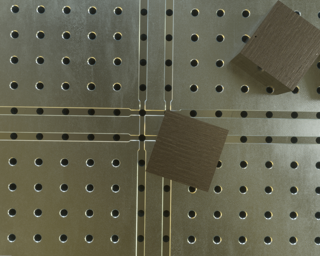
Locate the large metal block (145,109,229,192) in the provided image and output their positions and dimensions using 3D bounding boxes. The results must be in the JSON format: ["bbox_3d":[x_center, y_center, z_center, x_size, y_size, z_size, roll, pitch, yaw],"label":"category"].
[{"bbox_3d":[0.033,0.028,0.401,0.080,0.050,0.080,19,90,-1],"label":"large metal block"}]

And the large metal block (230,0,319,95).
[{"bbox_3d":[0.153,-0.101,0.403,0.080,0.050,0.080,36,90,-1],"label":"large metal block"}]
